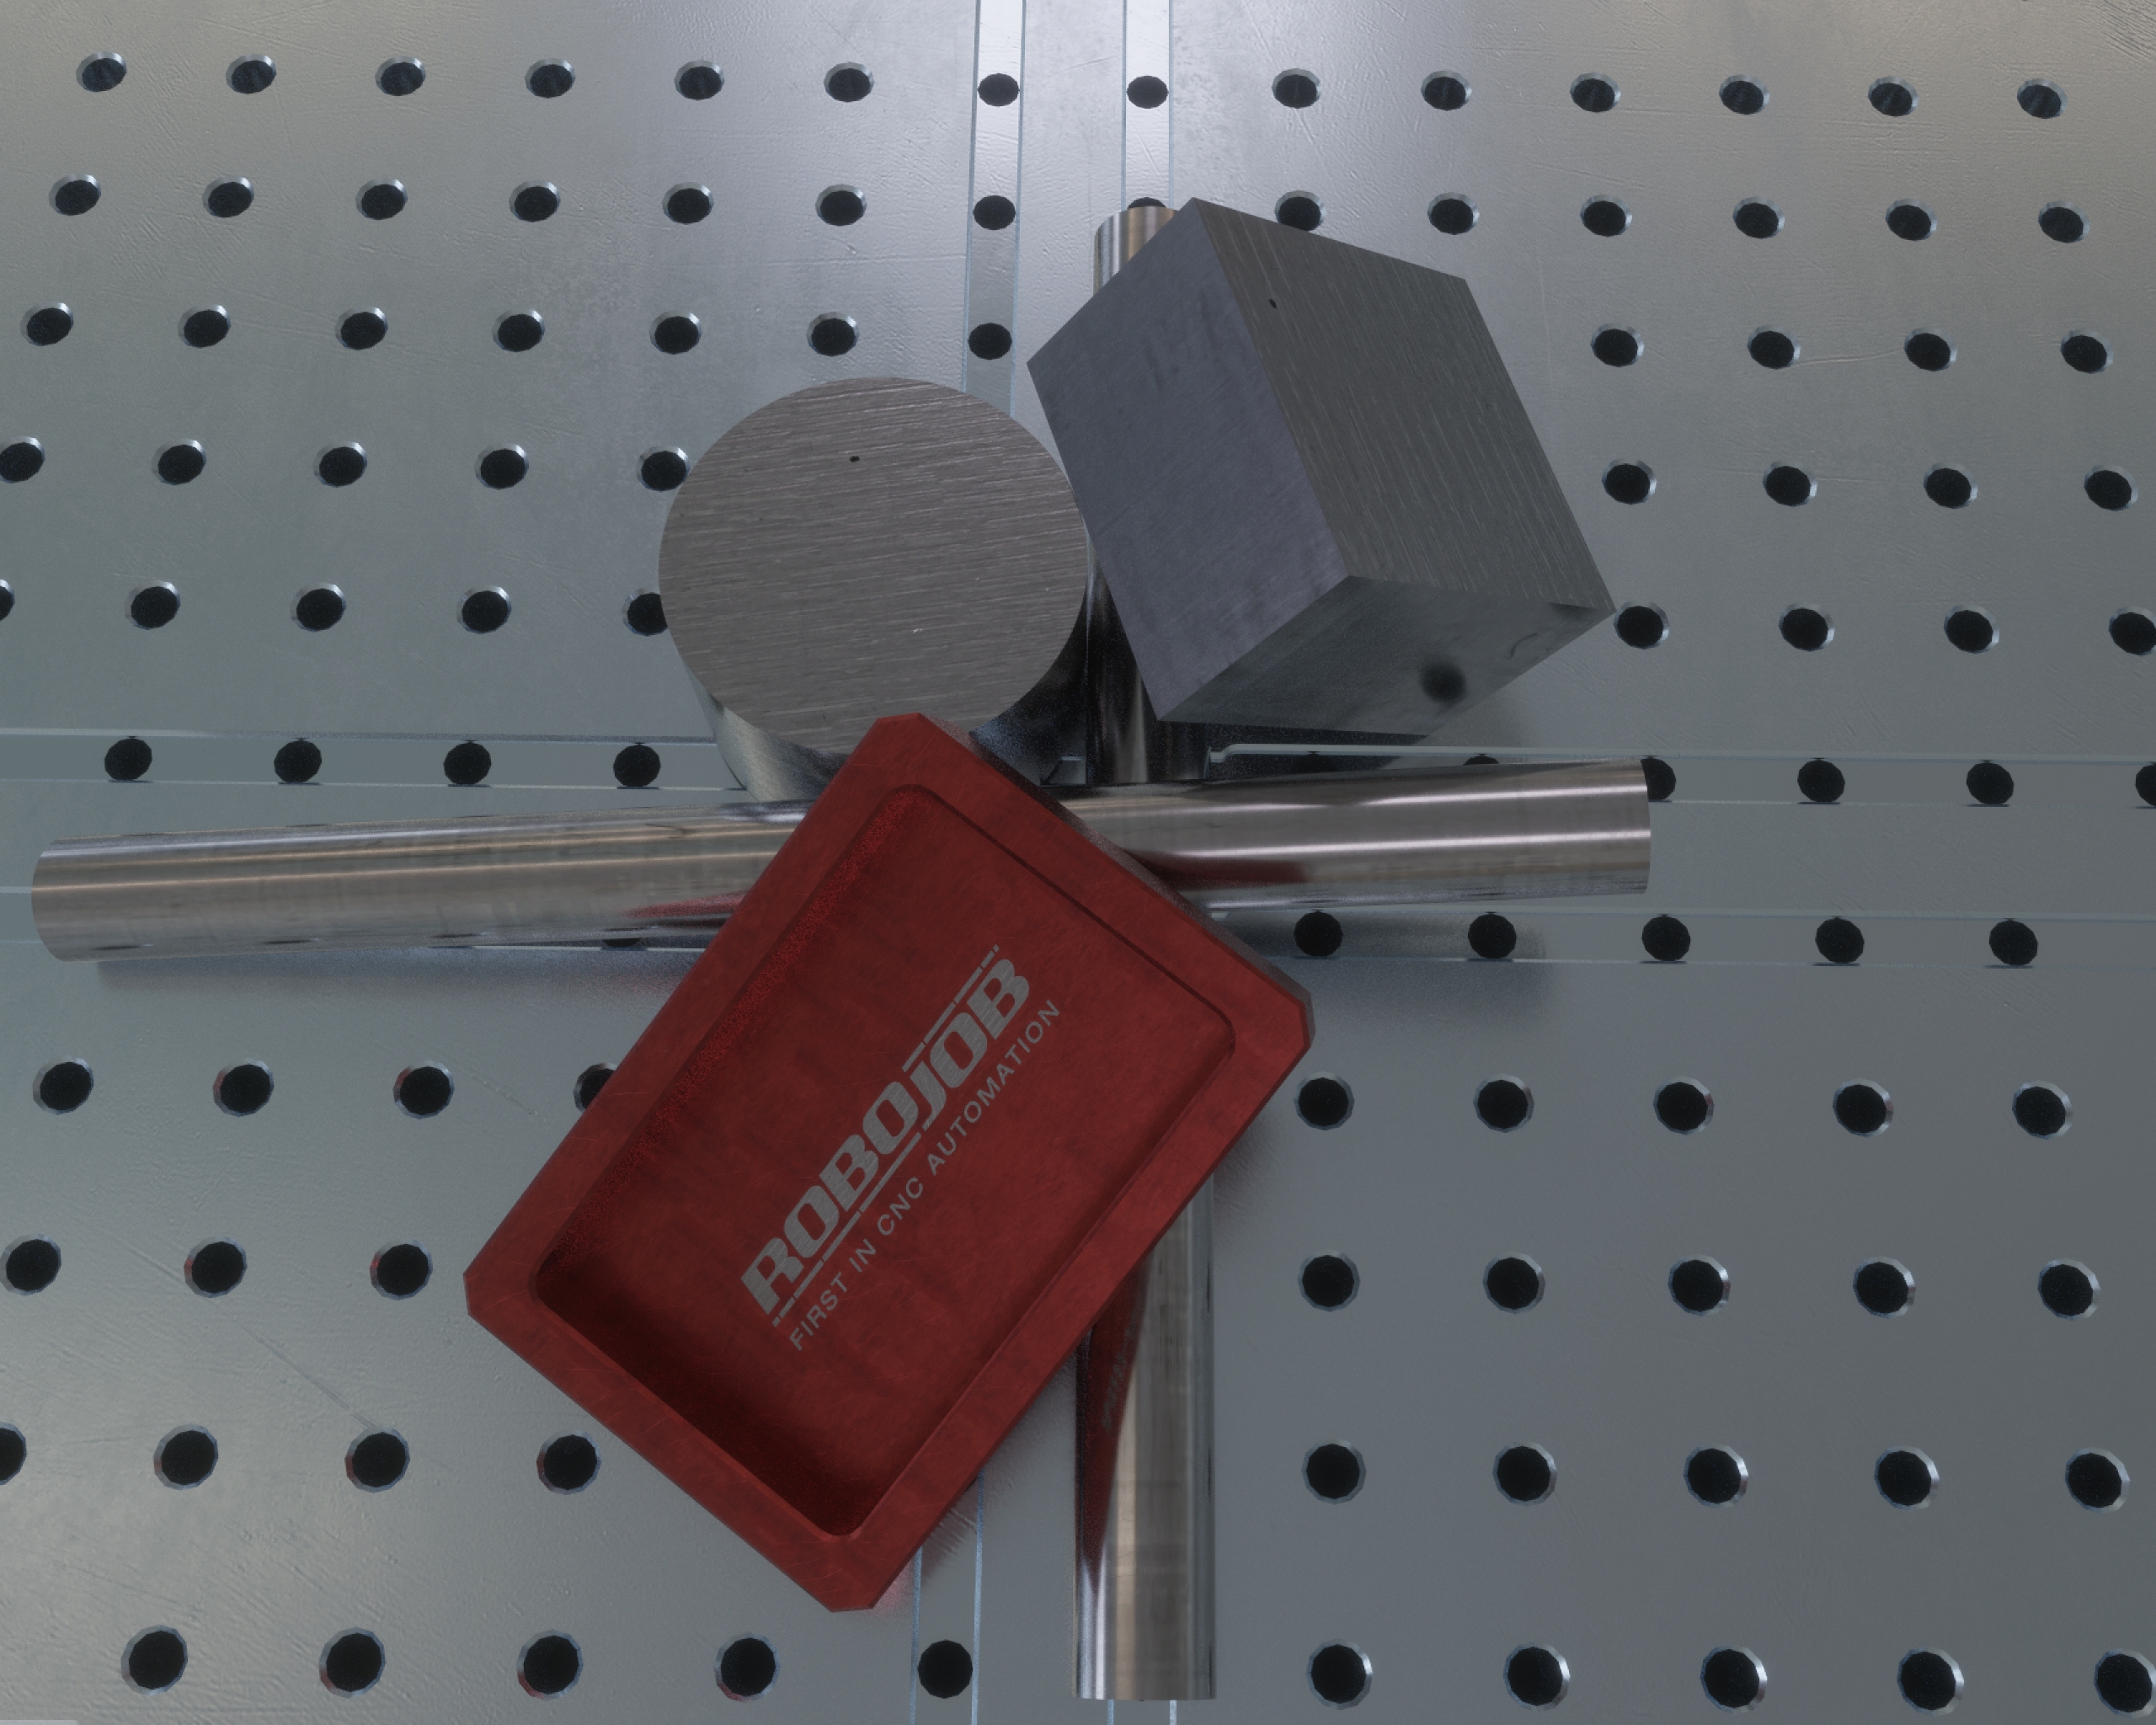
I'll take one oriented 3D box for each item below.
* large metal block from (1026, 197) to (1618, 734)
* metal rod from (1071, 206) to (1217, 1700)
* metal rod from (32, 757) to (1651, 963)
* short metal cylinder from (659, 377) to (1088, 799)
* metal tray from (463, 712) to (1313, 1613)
[{"bbox_3d":[0.047,-0.073,0.404,0.081,0.050,0.080,-1,64,-43],"label":"large metal block"},{"bbox_3d":[0.014,0.003,0.410,0.025,0.025,0.299,1,70,0],"label":"metal rod"},{"bbox_3d":[-0.048,0.000,0.394,0.302,0.025,0.025,-3,70,6],"label":"metal rod"},{"bbox_3d":[-0.038,-0.049,0.415,0.081,0.050,0.080,0,70,0],"label":"short metal cylinder"},{"bbox_3d":[-0.032,0.050,0.363,0.090,0.030,0.130,38,95,6],"label":"metal tray"}]
